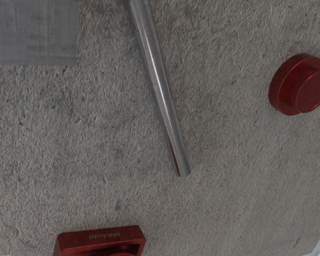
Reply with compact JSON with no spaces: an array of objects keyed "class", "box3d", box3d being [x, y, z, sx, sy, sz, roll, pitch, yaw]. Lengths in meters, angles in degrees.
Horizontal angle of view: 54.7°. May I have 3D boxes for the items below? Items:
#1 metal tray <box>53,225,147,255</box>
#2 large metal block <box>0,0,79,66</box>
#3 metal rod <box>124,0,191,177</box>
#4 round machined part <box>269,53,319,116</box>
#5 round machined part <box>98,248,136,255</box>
[{"class":"metal tray","box3d":[-0.095,0.198,0.474,0.131,0.030,0.089,5,116,-31]},{"class":"large metal block","box3d":[-0.116,-0.088,0.253,0.081,0.080,0.050,-5,121,-26]},{"class":"metal rod","box3d":[0.000,-0.050,0.376,0.025,0.025,0.299,-26,128,-12]},{"class":"round machined part","box3d":[0.222,-0.062,0.479,0.099,0.042,0.097,-14,124,-21]},{"class":"round machined part","box3d":[-0.070,0.231,0.466,0.099,0.042,0.097,1,87,-27]}]
